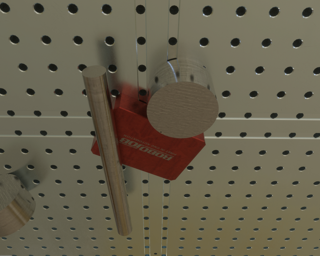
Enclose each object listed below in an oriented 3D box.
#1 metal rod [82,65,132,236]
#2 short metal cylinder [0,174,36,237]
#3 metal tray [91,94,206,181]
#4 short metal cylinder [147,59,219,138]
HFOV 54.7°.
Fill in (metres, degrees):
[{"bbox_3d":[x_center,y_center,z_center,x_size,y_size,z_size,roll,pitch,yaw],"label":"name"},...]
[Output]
[{"bbox_3d":[-0.063,0.055,0.417,0.025,0.025,0.298,-2,130,1],"label":"metal rod"},{"bbox_3d":[-0.241,0.117,0.473,0.080,0.080,0.050,-9,130,7],"label":"short metal cylinder"},{"bbox_3d":[-0.016,0.017,0.423,0.131,0.030,0.089,22,127,-18],"label":"metal tray"},{"bbox_3d":[0.025,-0.034,0.366,0.081,0.050,0.079,0,130,0],"label":"short metal cylinder"}]
